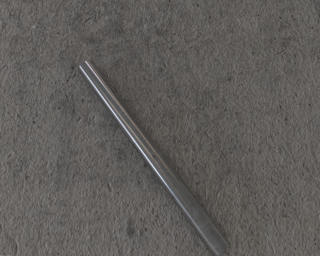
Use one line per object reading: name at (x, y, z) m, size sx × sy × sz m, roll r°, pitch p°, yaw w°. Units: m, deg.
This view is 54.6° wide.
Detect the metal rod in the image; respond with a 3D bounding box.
metal rod at (-0.016, 0.027, 0.398) m, size 0.025 × 0.025 × 0.300 m, roll -34°, pitch 74°, yaw -12°
